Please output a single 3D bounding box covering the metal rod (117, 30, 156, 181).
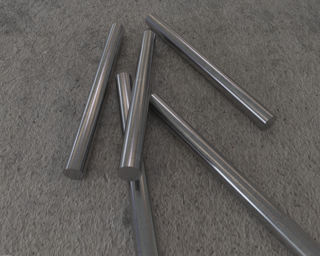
[{"bbox_3d":[-0.025,-0.055,0.426,0.025,0.025,0.300,2,43,1],"label":"metal rod"}]

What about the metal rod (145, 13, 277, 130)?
[{"bbox_3d":[0.065,-0.103,0.490,0.025,0.025,0.300,-26,55,-20],"label":"metal rod"}]

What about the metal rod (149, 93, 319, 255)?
[{"bbox_3d":[0.079,0.054,0.358,0.025,0.025,0.300,-30,56,-23],"label":"metal rod"}]

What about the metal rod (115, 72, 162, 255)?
[{"bbox_3d":[-0.030,0.040,0.369,0.025,0.025,0.300,-7,50,-6],"label":"metal rod"}]

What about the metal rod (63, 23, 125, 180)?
[{"bbox_3d":[-0.087,-0.061,0.453,0.025,0.025,0.300,4,50,3],"label":"metal rod"}]
